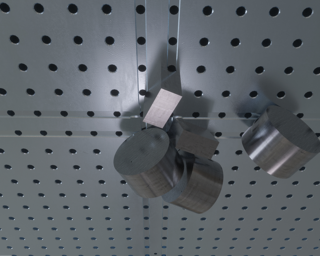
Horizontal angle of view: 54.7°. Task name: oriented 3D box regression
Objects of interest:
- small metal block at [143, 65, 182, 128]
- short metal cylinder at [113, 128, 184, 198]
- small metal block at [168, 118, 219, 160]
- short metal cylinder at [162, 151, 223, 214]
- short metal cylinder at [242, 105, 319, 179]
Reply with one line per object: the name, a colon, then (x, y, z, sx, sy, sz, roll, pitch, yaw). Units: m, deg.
small metal block: (0.002, -0.037, 0.364, 0.025, 0.050, 0.050, 20, 127, -16)
short metal cylinder: (-0.014, 0.046, 0.414, 0.080, 0.080, 0.050, -19, 128, 15)
small metal block: (0.042, 0.013, 0.403, 0.050, 0.050, 0.025, 19, 105, -16)
short metal cylinder: (0.044, 0.075, 0.440, 0.050, 0.080, 0.080, 26, 125, -21)
short metal cylinder: (0.152, 0.017, 0.391, 0.080, 0.080, 0.050, 21, 127, -17)
